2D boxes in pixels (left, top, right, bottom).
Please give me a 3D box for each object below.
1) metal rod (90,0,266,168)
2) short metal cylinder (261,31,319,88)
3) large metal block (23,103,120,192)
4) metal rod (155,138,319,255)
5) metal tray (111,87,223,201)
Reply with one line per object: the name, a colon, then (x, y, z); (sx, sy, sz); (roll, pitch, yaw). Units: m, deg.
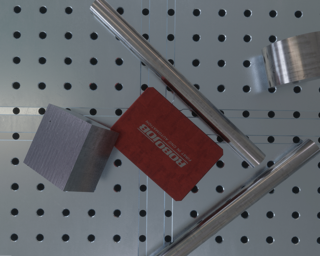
metal rod: (0.024, -0.060, 0.413); (0.300, 0.025, 0.025); (44, 90, 0)
short metal cylinder: (0.173, -0.083, 0.387); (0.080, 0.080, 0.050); (-11, 90, 0)
large metal block: (-0.109, 0.024, 0.382); (0.080, 0.050, 0.080); (23, 90, 32)
metal rod: (0.086, 0.115, 0.414); (0.300, 0.025, 0.025); (-38, 90, 0)
metal tray: (0.006, 0.021, 0.411); (0.130, 0.030, 0.090); (42, 90, 0)
